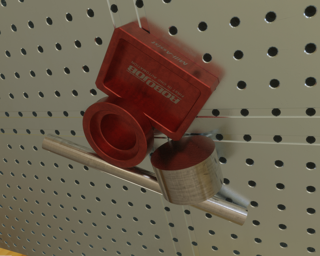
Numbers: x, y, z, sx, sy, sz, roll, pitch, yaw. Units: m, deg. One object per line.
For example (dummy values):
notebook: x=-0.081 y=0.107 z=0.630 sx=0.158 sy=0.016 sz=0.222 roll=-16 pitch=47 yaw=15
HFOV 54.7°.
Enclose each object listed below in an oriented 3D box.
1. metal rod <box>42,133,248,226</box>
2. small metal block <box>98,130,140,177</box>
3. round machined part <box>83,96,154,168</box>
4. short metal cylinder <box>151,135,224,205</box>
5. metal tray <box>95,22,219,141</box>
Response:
metal rod: x=-0.025 y=0.071 z=0.440 sx=0.301 sy=0.025 sz=0.025 roll=20 pitch=127 yaw=5
small metal block: x=-0.063 y=0.038 z=0.466 sx=0.050 sy=0.025 sz=0.050 roll=25 pitch=127 yaw=12
round machined part: x=-0.051 y=0.001 z=0.416 sx=0.098 sy=0.042 sz=0.097 roll=14 pitch=125 yaw=22
short metal cylinder: x=0.034 y=0.050 z=0.386 sx=0.080 sy=0.080 sz=0.050 roll=-4 pitch=117 yaw=29
metal tray: x=-0.008 y=-0.054 z=0.376 sx=0.130 sy=0.030 sz=0.089 roll=35 pitch=128 yaw=5
